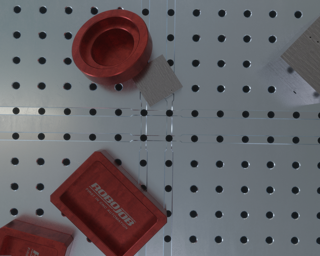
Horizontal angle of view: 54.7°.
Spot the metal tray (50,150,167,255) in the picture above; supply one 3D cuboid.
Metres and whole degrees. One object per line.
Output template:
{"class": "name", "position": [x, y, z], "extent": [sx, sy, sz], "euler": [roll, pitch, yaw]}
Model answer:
{"class": "metal tray", "position": [-0.066, 0.104, 0.410], "extent": [0.130, 0.030, 0.090], "euler": [45, 90, 0]}

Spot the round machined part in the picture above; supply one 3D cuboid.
{"class": "round machined part", "position": [-0.057, -0.097, 0.392], "extent": [0.098, 0.042, 0.098], "euler": [-5, 68, 12]}

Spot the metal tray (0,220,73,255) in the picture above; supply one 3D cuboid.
{"class": "metal tray", "position": [-0.179, 0.198, 0.409], "extent": [0.090, 0.030, 0.129], "euler": [16, 90, 0]}

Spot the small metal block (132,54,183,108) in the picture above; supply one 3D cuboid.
{"class": "small metal block", "position": [-0.005, -0.061, 0.413], "extent": [0.050, 0.025, 0.050], "euler": [-32, 90, 0]}

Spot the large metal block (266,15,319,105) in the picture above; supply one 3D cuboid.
{"class": "large metal block", "position": [0.203, -0.088, 0.403], "extent": [0.080, 0.050, 0.080], "euler": [44, 90, 0]}
